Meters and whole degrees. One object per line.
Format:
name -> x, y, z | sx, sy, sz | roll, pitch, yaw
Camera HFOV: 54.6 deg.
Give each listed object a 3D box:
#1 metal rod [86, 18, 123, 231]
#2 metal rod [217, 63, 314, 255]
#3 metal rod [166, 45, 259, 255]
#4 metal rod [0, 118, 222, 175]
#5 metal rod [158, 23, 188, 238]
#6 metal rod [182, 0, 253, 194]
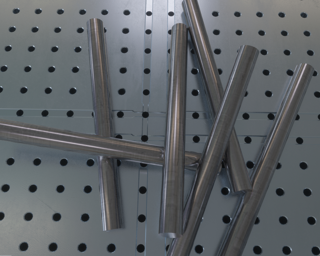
metal rod -> -0.077, -0.018, 0.418 | 0.025, 0.025, 0.299 | -8, 70, -3
metal rod -> 0.139, 0.041, 0.397 | 0.025, 0.025, 0.300 | 26, 72, 9
metal rod -> 0.059, 0.041, 0.367 | 0.025, 0.025, 0.299 | 20, 82, 7
metal rod -> -0.072, 0.022, 0.374 | 0.302, 0.025, 0.025 | 10, 70, -8
metal rod -> 0.020, -0.020, 0.390 | 0.025, 0.025, 0.300 | 4, 59, 1
metal rod -> 0.072, -0.060, 0.425 | 0.025, 0.025, 0.299 | -9, 67, -3
